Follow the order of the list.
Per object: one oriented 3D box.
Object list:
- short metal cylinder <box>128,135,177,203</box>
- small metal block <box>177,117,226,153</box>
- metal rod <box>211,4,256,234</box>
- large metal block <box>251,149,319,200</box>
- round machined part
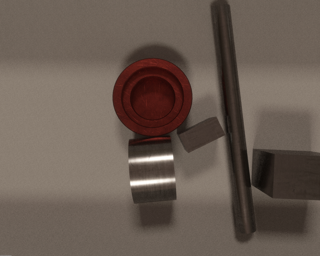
[{"bbox_3d":[-0.009,0.051,0.384,0.050,0.080,0.079,-5,90,0],"label":"short metal cylinder"},{"bbox_3d":[0.051,0.008,0.400,0.050,0.050,0.025,-26,90,0],"label":"small metal block"},{"bbox_3d":[0.098,-0.012,0.412,0.025,0.025,0.298,-7,90,0],"label":"metal rod"},{"bbox_3d":[0.167,0.055,0.386,0.081,0.080,0.050,3,90,-1],"label":"large metal block"},{"bbox_3d":[-0.009,-0.037,0.401,0.099,0.042,0.097,0,87,0],"label":"round machined part"}]
